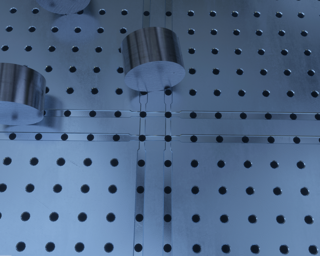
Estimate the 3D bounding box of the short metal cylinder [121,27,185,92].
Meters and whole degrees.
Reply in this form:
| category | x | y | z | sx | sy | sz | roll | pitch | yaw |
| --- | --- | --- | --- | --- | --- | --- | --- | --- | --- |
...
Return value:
| category | x | y | z | sx | sy | sz | roll | pitch | yaw |
| --- | --- | --- | --- | --- | --- | --- | --- | --- | --- |
| short metal cylinder | -0.010 | -0.089 | 0.415 | 0.081 | 0.080 | 0.050 | -8 | 70 | -3 |

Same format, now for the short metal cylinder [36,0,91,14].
| category | x | y | z | sx | sy | sz | roll | pitch | yaw |
| --- | --- | --- | --- | --- | --- | --- | --- | --- | --- |
| short metal cylinder | -0.146 | -0.217 | 0.460 | 0.081 | 0.080 | 0.050 | -10 | 71 | -4 |

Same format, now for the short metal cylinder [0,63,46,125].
| category | x | y | z | sx | sy | sz | roll | pitch | yaw |
| --- | --- | --- | --- | --- | --- | --- | --- | --- | --- |
| short metal cylinder | -0.190 | -0.040 | 0.395 | 0.081 | 0.080 | 0.050 | -3 | 70 | -2 |
